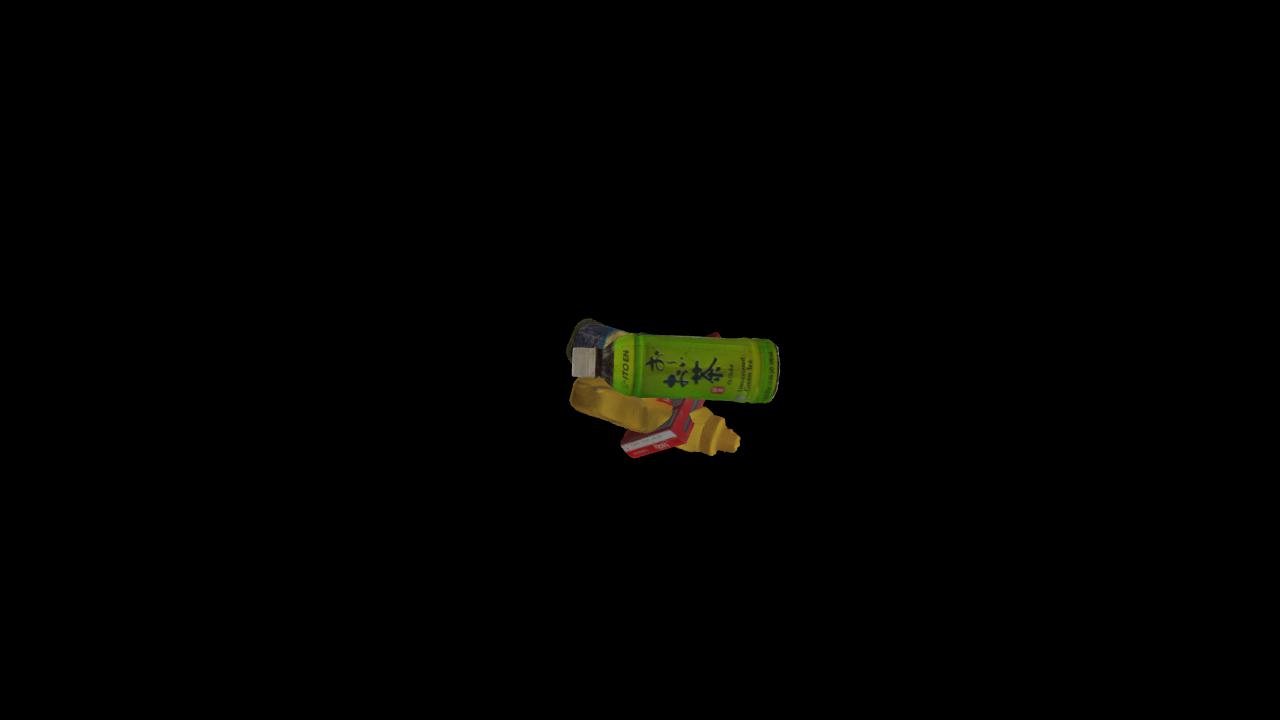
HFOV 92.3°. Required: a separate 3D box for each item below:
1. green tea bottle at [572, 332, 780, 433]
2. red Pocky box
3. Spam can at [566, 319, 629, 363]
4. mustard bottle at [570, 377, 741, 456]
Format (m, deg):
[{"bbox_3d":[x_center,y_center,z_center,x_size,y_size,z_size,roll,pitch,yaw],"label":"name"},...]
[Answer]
[{"bbox_3d":[0.035,0.007,0.644,0.212,0.073,0.073,4,0,-4],"label":"green tea bottle"},{"bbox_3d":[0.041,0.037,0.681,0.083,0.028,0.155,-25,26,44],"label":"red Pocky box"},{"bbox_3d":[-0.019,-0.003,0.694,0.101,0.058,0.085,22,-2,-32],"label":"Spam can"},{"bbox_3d":[0.022,0.061,0.667,0.184,0.054,0.092,19,3,23],"label":"mustard bottle"}]
